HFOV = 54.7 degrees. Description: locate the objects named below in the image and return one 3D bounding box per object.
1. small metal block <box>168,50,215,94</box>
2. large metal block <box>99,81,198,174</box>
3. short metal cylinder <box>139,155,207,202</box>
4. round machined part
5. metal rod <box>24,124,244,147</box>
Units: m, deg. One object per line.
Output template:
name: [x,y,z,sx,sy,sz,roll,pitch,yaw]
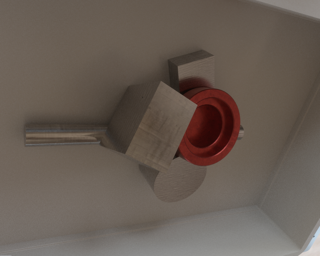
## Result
small metal block: [0.041,-0.065,0.391,0.050,0.025,0.050,-19,126,-17]
large metal block: [-0.016,-0.002,0.344,0.050,0.080,0.080,30,79,-27]
short metal cylinder: [0.018,0.057,0.436,0.081,0.050,0.079,-14,125,-21]
round machined part: [0.052,-0.004,0.399,0.099,0.042,0.097,-7,104,-27]
metal rod: [-0.012,0.007,0.404,0.303,0.025,0.025,0,119,-29]
